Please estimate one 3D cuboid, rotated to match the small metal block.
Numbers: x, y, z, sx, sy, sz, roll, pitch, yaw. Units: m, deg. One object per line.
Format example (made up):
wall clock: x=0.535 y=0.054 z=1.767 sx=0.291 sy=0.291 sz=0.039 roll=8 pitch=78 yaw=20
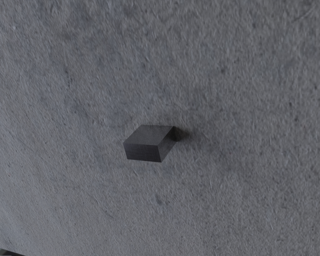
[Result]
small metal block: x=-0.012 y=0.019 z=0.410 sx=0.050 sy=0.050 sz=0.025 roll=2 pitch=120 yaw=27
